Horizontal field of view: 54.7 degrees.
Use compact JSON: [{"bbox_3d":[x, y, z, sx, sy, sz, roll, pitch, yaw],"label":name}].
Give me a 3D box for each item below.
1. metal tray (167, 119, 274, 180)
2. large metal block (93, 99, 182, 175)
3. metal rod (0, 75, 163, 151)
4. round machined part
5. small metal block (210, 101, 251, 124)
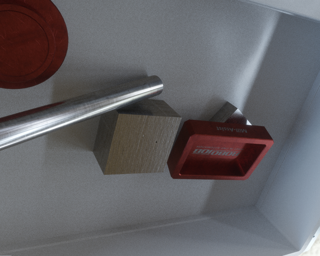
[{"bbox_3d":[0.085,0.035,0.448,0.131,0.030,0.089,5,131,-20],"label":"metal tray"},{"bbox_3d":[-0.030,0.009,0.383,0.081,0.050,0.079,2,117,-30],"label":"large metal block"},{"bbox_3d":[-0.102,-0.006,0.271,0.302,0.025,0.025,-25,132,-45],"label":"metal rod"},{"bbox_3d":[-0.132,-0.080,0.277,0.099,0.042,0.097,-14,125,-21],"label":"round machined part"},{"bbox_3d":[0.103,-0.003,0.465,0.050,0.025,0.050,-47,130,4],"label":"small metal block"}]
